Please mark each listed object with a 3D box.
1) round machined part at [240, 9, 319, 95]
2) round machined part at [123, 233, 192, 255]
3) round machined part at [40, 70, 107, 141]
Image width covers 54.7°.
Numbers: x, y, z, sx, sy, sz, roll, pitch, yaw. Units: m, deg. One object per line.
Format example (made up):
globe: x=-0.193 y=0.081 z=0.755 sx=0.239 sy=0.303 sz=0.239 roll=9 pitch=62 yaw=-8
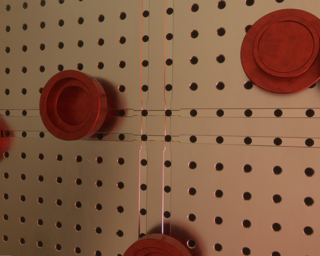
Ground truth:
round machined part: x=0.142 y=-0.088 z=0.353 sx=0.098 sy=0.042 sz=0.097 roll=0 pitch=90 yaw=19
round machined part: x=0.001 y=0.186 z=0.402 sx=0.098 sy=0.042 sz=0.097 roll=0 pitch=90 yaw=19
round machined part: x=-0.119 y=-0.031 z=0.444 sx=0.098 sy=0.042 sz=0.097 roll=0 pitch=90 yaw=19
